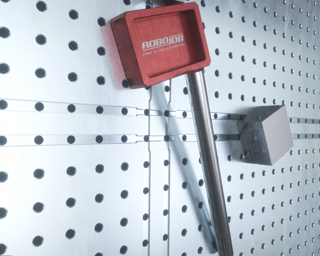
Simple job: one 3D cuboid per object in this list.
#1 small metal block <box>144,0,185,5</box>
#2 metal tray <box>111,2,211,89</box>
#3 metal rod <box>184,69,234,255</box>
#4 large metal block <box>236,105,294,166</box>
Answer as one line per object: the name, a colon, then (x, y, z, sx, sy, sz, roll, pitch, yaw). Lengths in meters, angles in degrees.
small metal block: (0.005, -0.193, 0.413, 0.050, 0.025, 0.050, -7, 95, -40)
metal tray: (0.007, -0.112, 0.411, 0.131, 0.030, 0.089, -25, 106, -37)
metal rod: (0.075, 0.064, 0.452, 0.025, 0.025, 0.298, -27, 113, -37)
large metal block: (0.188, 0.011, 0.550, 0.081, 0.050, 0.080, -29, 108, -36)
